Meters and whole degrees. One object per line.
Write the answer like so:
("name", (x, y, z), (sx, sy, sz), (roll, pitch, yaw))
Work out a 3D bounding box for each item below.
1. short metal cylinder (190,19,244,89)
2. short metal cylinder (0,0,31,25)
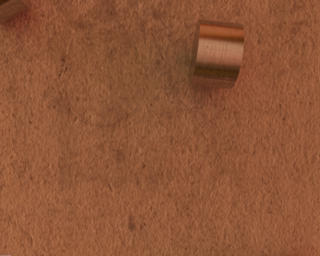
("short metal cylinder", (0.068, -0.091, 0.383), (0.050, 0.080, 0.079), (6, 90, 0))
("short metal cylinder", (-0.206, -0.173, 0.380), (0.050, 0.080, 0.080), (-30, 90, 0))
